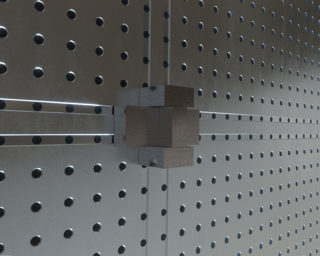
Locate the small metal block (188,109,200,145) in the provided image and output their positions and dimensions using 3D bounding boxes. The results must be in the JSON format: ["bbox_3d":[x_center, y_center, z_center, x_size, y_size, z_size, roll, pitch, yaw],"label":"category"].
[{"bbox_3d":[0.029,-0.001,0.435,0.050,0.025,0.050,1,89,-40],"label":"small metal block"}]

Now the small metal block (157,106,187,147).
[{"bbox_3d":[0.008,-0.002,0.401,0.025,0.050,0.050,1,90,-40],"label":"small metal block"}]

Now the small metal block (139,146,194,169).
[{"bbox_3d":[0.008,0.036,0.401,0.050,0.050,0.025,1,90,-40],"label":"small metal block"}]

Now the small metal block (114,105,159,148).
[{"bbox_3d":[-0.029,-0.002,0.386,0.050,0.025,0.050,1,90,-40],"label":"small metal block"}]

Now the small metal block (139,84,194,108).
[{"bbox_3d":[0.008,-0.039,0.401,0.050,0.050,0.025,1,90,-40],"label":"small metal block"}]
